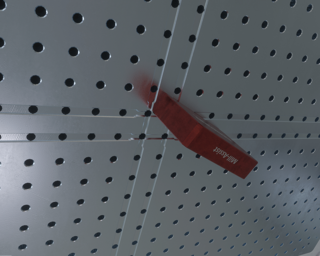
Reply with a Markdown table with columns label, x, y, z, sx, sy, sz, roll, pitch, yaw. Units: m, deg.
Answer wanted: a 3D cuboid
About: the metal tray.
| label | x | y | z | sx | sy | sz | roll | pitch | yaw |
| --- | --- | --- | --- | --- | --- | --- | --- | --- | --- |
| metal tray | 0.061 | 0.012 | 0.408 | 0.131 | 0.090 | 0.030 | 30 | 102 | -38 |
